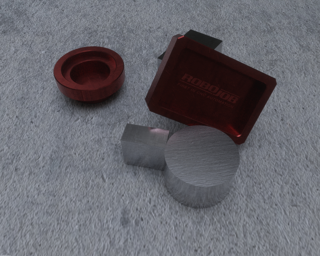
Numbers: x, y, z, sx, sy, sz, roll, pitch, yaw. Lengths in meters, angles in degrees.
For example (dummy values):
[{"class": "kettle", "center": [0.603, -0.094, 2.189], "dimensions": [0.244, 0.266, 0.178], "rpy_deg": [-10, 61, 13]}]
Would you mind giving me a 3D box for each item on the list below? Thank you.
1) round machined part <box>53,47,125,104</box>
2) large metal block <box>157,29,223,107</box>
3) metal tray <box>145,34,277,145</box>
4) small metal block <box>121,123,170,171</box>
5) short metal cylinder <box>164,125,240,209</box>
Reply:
[{"class": "round machined part", "center": [-0.100, -0.073, 0.452], "dimensions": [0.099, 0.042, 0.098], "rpy_deg": [0, 50, 0]}, {"class": "large metal block", "center": [0.041, -0.077, 0.432], "dimensions": [0.050, 0.080, 0.080], "rpy_deg": [28, 55, 22]}, {"class": "metal tray", "center": [0.059, -0.043, 0.366], "dimensions": [0.131, 0.089, 0.030], "rpy_deg": [20, 16, -16]}, {"class": "small metal block", "center": [-0.016, 0.024, 0.367], "dimensions": [0.050, 0.050, 0.025], "rpy_deg": [9, 52, 7]}, {"class": "short metal cylinder", "center": [0.045, 0.043, 0.351], "dimensions": [0.081, 0.050, 0.080], "rpy_deg": [0, 50, 0]}]
